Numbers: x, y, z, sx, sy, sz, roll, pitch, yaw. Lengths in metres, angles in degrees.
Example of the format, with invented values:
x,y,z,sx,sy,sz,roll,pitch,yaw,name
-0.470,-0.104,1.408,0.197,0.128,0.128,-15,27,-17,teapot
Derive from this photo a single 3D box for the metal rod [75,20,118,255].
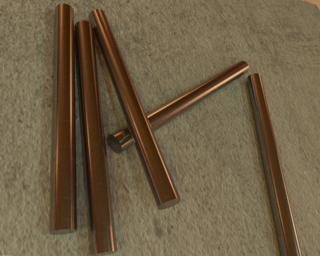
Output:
x,y,z,sx,sy,sz,roll,pitch,yaw,name
-0.080,-0.009,0.367,0.025,0.025,0.299,3,60,-27,metal rod

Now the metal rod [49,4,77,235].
x,y,z,sx,sy,sz,roll,pitch,yaw,name
-0.112,-0.032,0.363,0.025,0.025,0.299,6,59,-26,metal rod

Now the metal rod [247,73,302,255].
x,y,z,sx,sy,sz,roll,pitch,yaw,name
0.168,0.039,0.472,0.025,0.025,0.299,13,56,-21,metal rod

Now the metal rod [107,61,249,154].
x,y,z,sx,sy,sz,roll,pitch,yaw,name
0.047,-0.044,0.457,0.302,0.025,0.025,-32,80,-38,metal rod

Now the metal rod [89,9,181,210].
x,y,z,sx,sy,sz,roll,pitch,yaw,name
-0.041,-0.044,0.384,0.025,0.025,0.299,-4,56,-30,metal rod
